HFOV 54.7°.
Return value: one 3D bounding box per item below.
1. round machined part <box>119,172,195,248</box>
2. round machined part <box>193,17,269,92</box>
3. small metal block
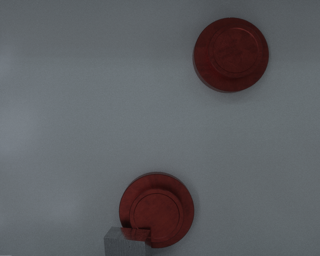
[{"bbox_3d":[-0.004,0.109,0.403,0.099,0.042,0.097,0,90,-1],"label":"round machined part"},{"bbox_3d":[0.094,-0.096,0.404,0.099,0.042,0.097,0,90,-1],"label":"round machined part"},{"bbox_3d":[-0.038,0.151,0.375,0.050,0.025,0.050,1,102,13],"label":"small metal block"}]
